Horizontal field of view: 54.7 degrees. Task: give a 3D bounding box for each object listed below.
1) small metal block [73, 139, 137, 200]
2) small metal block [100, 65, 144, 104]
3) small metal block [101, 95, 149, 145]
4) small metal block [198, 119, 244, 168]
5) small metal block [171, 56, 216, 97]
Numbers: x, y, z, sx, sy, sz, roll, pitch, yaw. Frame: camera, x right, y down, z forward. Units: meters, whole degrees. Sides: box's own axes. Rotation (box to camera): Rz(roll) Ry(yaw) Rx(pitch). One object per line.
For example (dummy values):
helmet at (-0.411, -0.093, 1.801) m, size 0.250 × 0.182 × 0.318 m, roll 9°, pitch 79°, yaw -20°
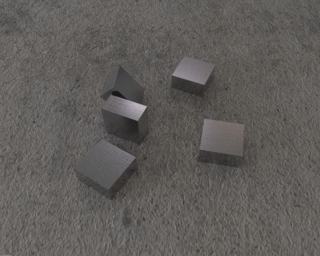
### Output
small metal block at (-0.062, 0.048, 0.363) m, size 0.050 × 0.025 × 0.050 m, roll 26°, pitch 55°, yaw 20°
small metal block at (-0.050, -0.048, 0.421) m, size 0.025 × 0.050 × 0.050 m, roll -29°, pitch 35°, yaw 28°
small metal block at (-0.043, -0.010, 0.394) m, size 0.050 × 0.050 × 0.025 m, roll 19°, pitch 55°, yaw 15°
small metal block at (0.077, 0.018, 0.388) m, size 0.050 × 0.025 × 0.050 m, roll 9°, pitch 51°, yaw 7°
small metal block at (0.051, -0.078, 0.469) m, size 0.050 × 0.025 × 0.050 m, roll 19°, pitch 53°, yaw 15°
